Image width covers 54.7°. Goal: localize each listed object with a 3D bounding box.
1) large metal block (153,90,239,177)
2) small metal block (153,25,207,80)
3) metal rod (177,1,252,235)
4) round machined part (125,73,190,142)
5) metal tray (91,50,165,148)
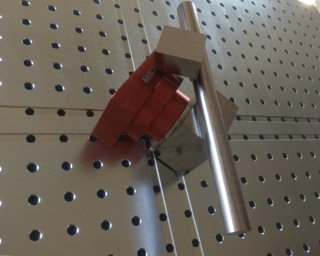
[{"bbox_3d":[0.045,0.004,0.393,0.050,0.080,0.080,37,51,-4],"label":"large metal block"},{"bbox_3d":[0.023,-0.086,0.349,0.050,0.025,0.050,14,52,2],"label":"small metal block"},{"bbox_3d":[0.054,-0.034,0.357,0.025,0.025,0.299,7,59,-25],"label":"metal rod"},{"bbox_3d":[0.000,-0.022,0.381,0.042,0.097,0.098,37,51,-5],"label":"round machined part"},{"bbox_3d":[-0.025,-0.044,0.381,0.030,0.090,0.130,37,51,-4],"label":"metal tray"}]
